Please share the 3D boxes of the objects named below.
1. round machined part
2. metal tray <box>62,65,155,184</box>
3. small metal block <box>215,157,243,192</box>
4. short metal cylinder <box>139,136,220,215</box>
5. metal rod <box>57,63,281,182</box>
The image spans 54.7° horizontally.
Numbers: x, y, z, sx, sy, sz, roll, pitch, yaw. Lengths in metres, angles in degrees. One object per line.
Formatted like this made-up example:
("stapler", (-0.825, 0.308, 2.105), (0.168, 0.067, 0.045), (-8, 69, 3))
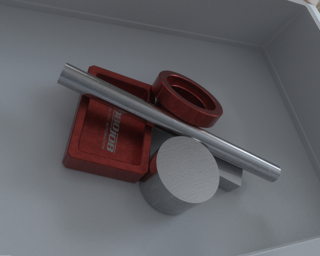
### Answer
("round machined part", (0.031, -0.032, 0.415), (0.098, 0.042, 0.098), (26, 27, -14))
("metal tray", (-0.056, -0.007, 0.374), (0.091, 0.030, 0.130), (17, 55, -19))
("small metal block", (0.084, 0.051, 0.419), (0.050, 0.025, 0.050), (28, 52, -11))
("short metal cylinder", (0.022, 0.056, 0.366), (0.081, 0.050, 0.080), (14, 56, -21))
("metal rod", (0.024, 0.001, 0.380), (0.302, 0.025, 0.025), (25, 53, -16))
